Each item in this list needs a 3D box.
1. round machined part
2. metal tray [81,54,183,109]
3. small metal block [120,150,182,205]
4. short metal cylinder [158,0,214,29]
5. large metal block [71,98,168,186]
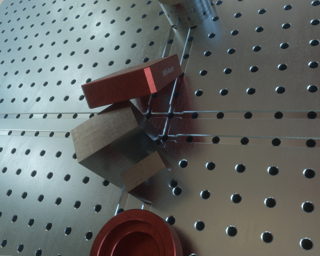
[{"bbox_3d":[-0.022,0.138,0.323,0.098,0.042,0.098,-13,56,20],"label":"round machined part"},{"bbox_3d":[-0.031,-0.065,0.409,0.090,0.030,0.131,-11,15,22],"label":"metal tray"},{"bbox_3d":[-0.009,0.059,0.360,0.050,0.050,0.025,-34,52,5],"label":"small metal block"},{"bbox_3d":[0.041,-0.207,0.497,0.080,0.050,0.080,-13,56,20],"label":"short metal cylinder"},{"bbox_3d":[-0.049,0.019,0.386,0.080,0.080,0.050,-32,52,8],"label":"large metal block"}]
